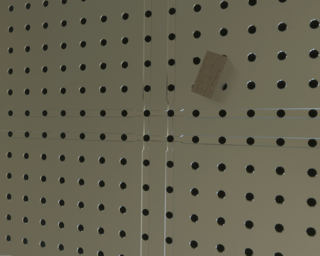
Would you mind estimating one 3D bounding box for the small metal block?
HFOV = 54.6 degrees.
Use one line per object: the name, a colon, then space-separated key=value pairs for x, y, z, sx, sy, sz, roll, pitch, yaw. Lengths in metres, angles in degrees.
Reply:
small metal block: x=0.065 y=-0.061 z=0.377 sx=0.025 sy=0.050 sz=0.050 roll=24 pitch=98 yaw=18
